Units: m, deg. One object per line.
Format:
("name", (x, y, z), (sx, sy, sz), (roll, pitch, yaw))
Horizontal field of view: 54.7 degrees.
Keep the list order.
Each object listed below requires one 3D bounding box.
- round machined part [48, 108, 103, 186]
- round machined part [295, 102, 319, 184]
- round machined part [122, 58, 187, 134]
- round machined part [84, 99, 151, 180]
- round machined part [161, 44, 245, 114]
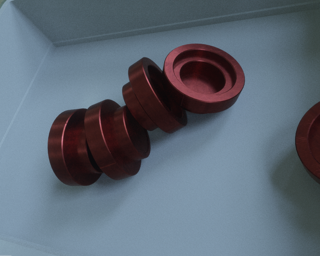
("round machined part", (-0.091, 0.023, 0.391), (0.042, 0.098, 0.098), (-5, 60, 21))
("round machined part", (0.181, 0.017, 0.285), (0.098, 0.042, 0.098), (-18, 53, 25))
("round machined part", (-0.010, -0.035, 0.385), (0.042, 0.098, 0.098), (-30, 52, 18))
("round machined part", (-0.045, 0.010, 0.375), (0.042, 0.098, 0.098), (-21, 54, 16))
("round machined part", (0.050, -0.056, 0.383), (0.099, 0.042, 0.098), (5, 54, -6))
